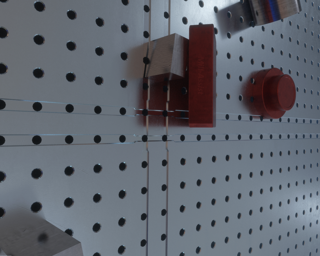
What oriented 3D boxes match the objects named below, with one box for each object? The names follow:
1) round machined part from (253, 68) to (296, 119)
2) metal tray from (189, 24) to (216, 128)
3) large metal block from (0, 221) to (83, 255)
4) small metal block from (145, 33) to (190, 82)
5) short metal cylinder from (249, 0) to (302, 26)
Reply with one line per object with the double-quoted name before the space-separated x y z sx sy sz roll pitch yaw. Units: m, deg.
"round machined part" 0.222 -0.066 0.588 0.099 0.042 0.097 0 90 -40
"metal tray" 0.060 -0.065 0.427 0.090 0.030 0.129 0 90 -77
"large metal block" -0.107 0.142 0.285 0.050 0.080 0.079 -15 100 -39
"small metal block" 0.009 -0.090 0.402 0.025 0.050 0.050 12 82 -40
"short metal cylinder" 0.201 -0.218 0.545 0.081 0.080 0.050 -34 111 -35
